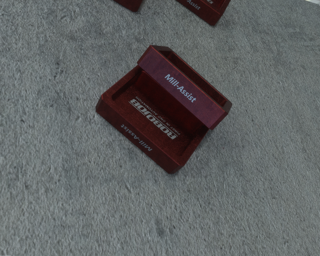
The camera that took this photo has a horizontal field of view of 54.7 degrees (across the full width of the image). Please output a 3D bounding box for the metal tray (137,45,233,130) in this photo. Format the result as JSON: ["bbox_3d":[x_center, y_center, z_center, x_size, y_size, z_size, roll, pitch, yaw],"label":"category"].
[{"bbox_3d":[0.038,-0.059,0.426,0.130,0.030,0.090,42,21,4],"label":"metal tray"}]

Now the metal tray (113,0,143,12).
[{"bbox_3d":[-0.056,-0.265,0.531,0.090,0.030,0.130,27,52,-11],"label":"metal tray"}]

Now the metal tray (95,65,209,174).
[{"bbox_3d":[-0.006,-0.014,0.405,0.130,0.030,0.090,41,51,-1],"label":"metal tray"}]

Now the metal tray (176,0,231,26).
[{"bbox_3d":[0.071,-0.265,0.600,0.130,0.030,0.090,34,51,-6],"label":"metal tray"}]
